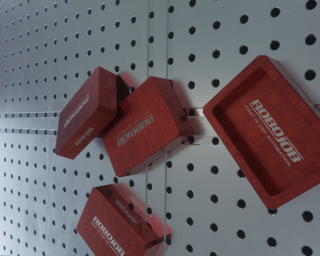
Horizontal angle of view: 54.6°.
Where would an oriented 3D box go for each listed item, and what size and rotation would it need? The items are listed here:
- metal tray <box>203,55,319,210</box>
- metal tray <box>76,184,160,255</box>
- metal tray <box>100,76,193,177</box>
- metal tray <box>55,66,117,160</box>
[{"bbox_3d":[0.112,0.003,0.313,0.090,0.030,0.130,-45,63,31],"label":"metal tray"},{"bbox_3d":[-0.067,0.159,0.463,0.130,0.030,0.089,38,113,33],"label":"metal tray"},{"bbox_3d":[-0.026,0.001,0.429,0.130,0.030,0.090,-37,68,34],"label":"metal tray"},{"bbox_3d":[-0.116,-0.021,0.480,0.129,0.030,0.090,-41,40,33],"label":"metal tray"}]
